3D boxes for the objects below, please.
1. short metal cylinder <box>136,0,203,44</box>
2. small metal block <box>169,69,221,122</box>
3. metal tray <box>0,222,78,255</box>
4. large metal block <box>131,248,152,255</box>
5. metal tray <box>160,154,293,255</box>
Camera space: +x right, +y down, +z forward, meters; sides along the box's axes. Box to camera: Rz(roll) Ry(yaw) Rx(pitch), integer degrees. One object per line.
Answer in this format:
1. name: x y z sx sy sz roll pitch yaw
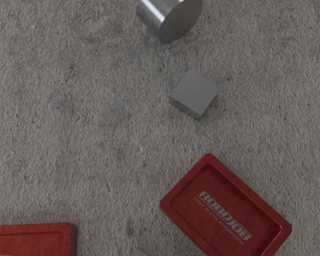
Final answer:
1. short metal cylinder: 0.014 -0.168 0.440 0.080 0.080 0.050 -36 74 -12
2. small metal block: 0.048 -0.045 0.425 0.050 0.025 0.050 33 73 11
3. metal tray: -0.163 0.156 0.347 0.131 0.030 0.090 -2 70 -1
4. large metal block: -0.011 0.185 0.327 0.080 0.050 0.080 29 72 10
5. metal tray: 0.075 0.105 0.367 0.130 0.030 0.090 42 75 14
